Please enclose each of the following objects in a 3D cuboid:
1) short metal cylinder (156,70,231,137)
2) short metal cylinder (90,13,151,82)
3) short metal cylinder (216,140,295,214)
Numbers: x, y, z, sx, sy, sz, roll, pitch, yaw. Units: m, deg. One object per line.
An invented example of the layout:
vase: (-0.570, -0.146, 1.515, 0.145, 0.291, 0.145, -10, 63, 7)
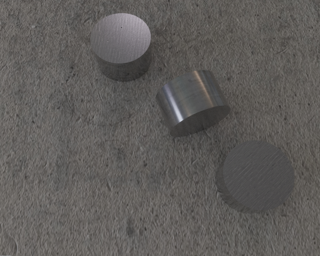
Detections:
short metal cylinder: (0.041, -0.029, 0.390, 0.080, 0.080, 0.050, -19, 71, -7)
short metal cylinder: (-0.052, -0.112, 0.435, 0.081, 0.050, 0.080, 0, 70, 0)
short metal cylinder: (0.112, 0.060, 0.373, 0.081, 0.050, 0.080, 0, 70, 0)
